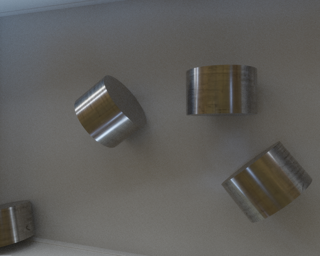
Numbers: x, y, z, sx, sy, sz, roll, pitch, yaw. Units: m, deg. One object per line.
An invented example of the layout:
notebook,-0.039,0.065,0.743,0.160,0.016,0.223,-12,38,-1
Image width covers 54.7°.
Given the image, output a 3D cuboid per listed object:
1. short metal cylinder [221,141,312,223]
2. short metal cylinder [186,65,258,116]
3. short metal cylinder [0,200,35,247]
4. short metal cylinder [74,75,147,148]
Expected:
short metal cylinder,0.115,0.058,0.340,0.080,0.080,0.050,-40,78,15
short metal cylinder,0.070,-0.040,0.356,0.080,0.080,0.050,0,90,19
short metal cylinder,-0.233,0.142,0.461,0.080,0.080,0.050,-11,87,19
short metal cylinder,-0.063,-0.021,0.402,0.050,0.080,0.080,-36,79,16
